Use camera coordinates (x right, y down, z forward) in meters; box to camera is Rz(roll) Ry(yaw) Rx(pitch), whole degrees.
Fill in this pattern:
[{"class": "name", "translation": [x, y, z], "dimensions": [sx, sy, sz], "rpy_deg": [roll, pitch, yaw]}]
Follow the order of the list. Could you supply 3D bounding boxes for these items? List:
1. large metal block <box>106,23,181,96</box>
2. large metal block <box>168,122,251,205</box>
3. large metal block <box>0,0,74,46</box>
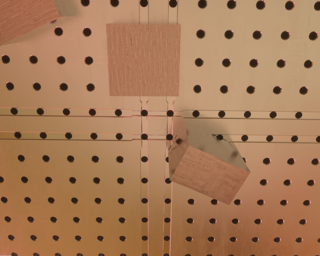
[{"class": "large metal block", "translation": [-0.018, -0.083, 0.369], "dimensions": [0.080, 0.050, 0.079], "rpy_deg": [0, 110, 0]}, {"class": "large metal block", "translation": [0.059, 0.043, 0.400], "dimensions": [0.080, 0.080, 0.050], "rpy_deg": [24, 108, -9]}, {"class": "large metal block", "translation": [-0.158, -0.147, 0.345], "dimensions": [0.080, 0.050, 0.080], "rpy_deg": [-22, 109, 8]}]
